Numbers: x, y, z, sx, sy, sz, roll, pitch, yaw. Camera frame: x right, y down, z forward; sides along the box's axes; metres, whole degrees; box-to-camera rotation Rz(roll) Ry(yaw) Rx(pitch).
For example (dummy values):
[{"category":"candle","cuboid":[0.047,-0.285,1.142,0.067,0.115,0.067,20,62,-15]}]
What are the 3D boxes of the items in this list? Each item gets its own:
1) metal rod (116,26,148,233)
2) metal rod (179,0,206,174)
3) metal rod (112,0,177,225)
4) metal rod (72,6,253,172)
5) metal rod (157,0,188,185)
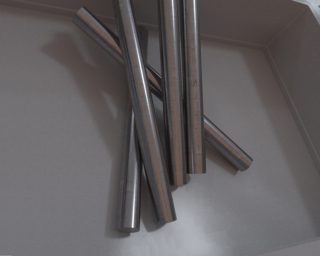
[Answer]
[{"category":"metal rod","cuboid":[-0.032,-0.021,0.400,0.025,0.025,0.299,14,56,-21]},{"category":"metal rod","cuboid":[0.040,-0.092,0.398,0.025,0.025,0.298,0,85,-28]},{"category":"metal rod","cuboid":[-0.023,-0.040,0.366,0.025,0.025,0.298,-7,81,-31]},{"category":"metal rod","cuboid":[0.011,-0.044,0.411,0.300,0.025,0.025,41,51,-11]},{"category":"metal rod","cuboid":[0.013,-0.081,0.385,0.025,0.025,0.298,-2,87,-29]}]
